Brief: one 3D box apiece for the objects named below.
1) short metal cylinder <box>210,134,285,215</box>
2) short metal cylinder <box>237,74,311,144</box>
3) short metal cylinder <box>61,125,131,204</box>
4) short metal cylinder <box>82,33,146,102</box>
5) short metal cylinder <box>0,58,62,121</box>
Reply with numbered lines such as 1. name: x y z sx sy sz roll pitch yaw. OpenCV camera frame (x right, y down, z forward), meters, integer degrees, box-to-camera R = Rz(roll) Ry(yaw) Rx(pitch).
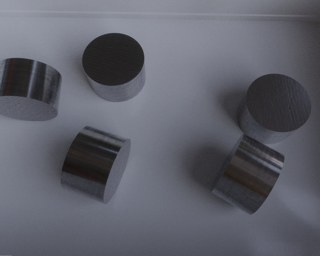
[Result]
1. short metal cylinder: 0.101 0.053 0.362 0.050 0.080 0.080 29 73 10
2. short metal cylinder: 0.147 -0.024 0.407 0.081 0.050 0.080 0 70 0
3. short metal cylinder: -0.073 0.043 0.364 0.050 0.080 0.080 19 71 6
4. short metal cylinder: -0.061 -0.082 0.426 0.081 0.050 0.080 0 70 0
5. short metal cylinder: -0.170 -0.046 0.395 0.081 0.080 0.050 0 70 0
